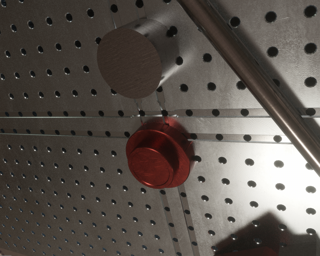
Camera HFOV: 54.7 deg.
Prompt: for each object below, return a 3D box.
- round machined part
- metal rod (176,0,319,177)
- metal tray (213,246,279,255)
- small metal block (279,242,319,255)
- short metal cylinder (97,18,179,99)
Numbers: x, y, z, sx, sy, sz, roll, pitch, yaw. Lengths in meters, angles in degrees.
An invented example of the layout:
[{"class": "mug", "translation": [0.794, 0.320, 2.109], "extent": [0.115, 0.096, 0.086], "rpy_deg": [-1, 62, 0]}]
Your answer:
[{"class": "round machined part", "translation": [-0.005, 0.045, 0.429], "extent": [0.098, 0.042, 0.097], "rpy_deg": [13, 124, 20]}, {"class": "metal rod", "translation": [0.113, -0.038, 0.327], "extent": [0.300, 0.025, 0.025], "rpy_deg": [49, 128, -7]}, {"class": "metal tray", "translation": [0.139, 0.222, 0.451], "extent": [0.090, 0.030, 0.129], "rpy_deg": [44, 142, -2]}, {"class": "small metal block", "translation": [0.197, 0.185, 0.422], "extent": [0.050, 0.025, 0.050], "rpy_deg": [-23, 106, 36]}, {"class": "short metal cylinder", "translation": [-0.024, -0.080, 0.357], "extent": [0.080, 0.050, 0.079], "rpy_deg": [13, 124, 20]}]
